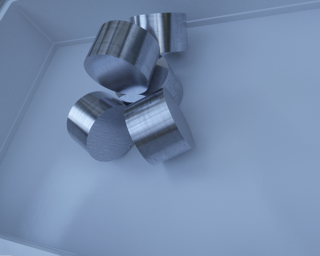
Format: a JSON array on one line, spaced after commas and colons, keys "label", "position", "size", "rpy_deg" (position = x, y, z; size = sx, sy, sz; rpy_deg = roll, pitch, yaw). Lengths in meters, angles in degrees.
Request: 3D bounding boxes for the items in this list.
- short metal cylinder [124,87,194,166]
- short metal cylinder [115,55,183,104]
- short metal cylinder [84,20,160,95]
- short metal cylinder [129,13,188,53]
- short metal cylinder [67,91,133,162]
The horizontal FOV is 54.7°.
[{"label": "short metal cylinder", "position": [0.001, -0.002, 0.369], "size": [0.050, 0.080, 0.080], "rpy_deg": [-26, 53, 13]}, {"label": "short metal cylinder", "position": [-0.015, -0.056, 0.429], "size": [0.080, 0.050, 0.080], "rpy_deg": [-13, 56, 21]}, {"label": "short metal cylinder", "position": [-0.045, -0.083, 0.379], "size": [0.080, 0.080, 0.050], "rpy_deg": [3, 64, 30]}, {"label": "short metal cylinder", "position": [-0.001, -0.133, 0.443], "size": [0.080, 0.080, 0.050], "rpy_deg": [4, 106, 30]}, {"label": "short metal cylinder", "position": [-0.074, -0.002, 0.408], "size": [0.050, 0.080, 0.080], "rpy_deg": [33, 80, 38]}]
